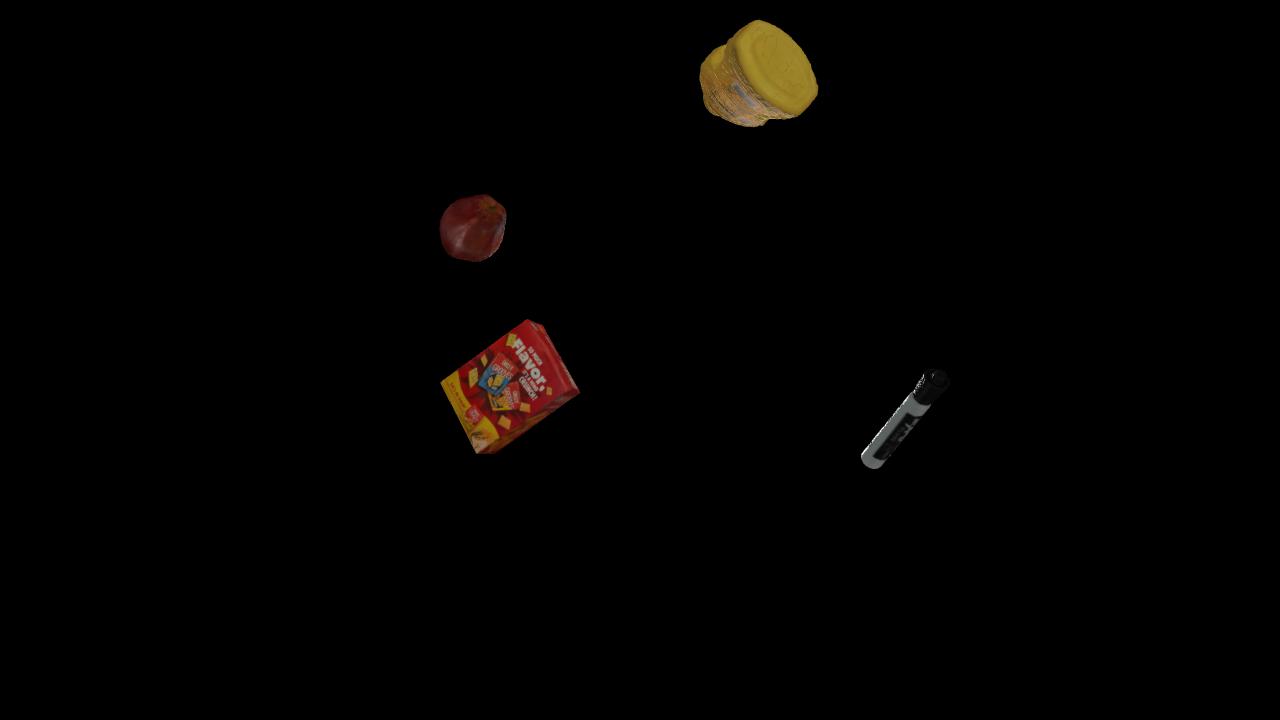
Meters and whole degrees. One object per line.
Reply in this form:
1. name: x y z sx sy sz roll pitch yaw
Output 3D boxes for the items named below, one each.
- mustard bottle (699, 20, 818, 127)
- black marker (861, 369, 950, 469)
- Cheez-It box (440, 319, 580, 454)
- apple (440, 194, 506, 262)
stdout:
1. mustard bottle: 0.103 -0.277 0.622 0.092 0.054 0.184 34 5 -17
2. black marker: 0.207 0.048 0.484 0.020 0.020 0.121 0 -39 -9
3. Cheez-It box: -0.248 0.052 1.171 0.223 0.166 0.071 -35 -16 11
4. apple: -0.211 -0.168 0.781 0.079 0.079 0.093 0 -27 -42
